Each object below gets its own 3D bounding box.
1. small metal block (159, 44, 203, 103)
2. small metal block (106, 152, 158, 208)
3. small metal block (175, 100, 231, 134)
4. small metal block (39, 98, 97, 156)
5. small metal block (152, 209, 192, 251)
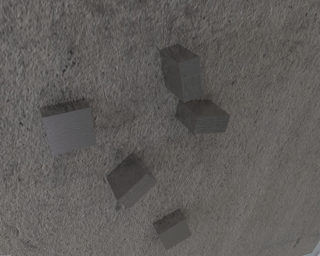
[{"bbox_3d":[0.024,-0.065,0.364,0.025,0.050,0.050,-22,127,-15],"label":"small metal block"},{"bbox_3d":[-0.038,0.069,0.412,0.050,0.050,0.025,-44,129,2],"label":"small metal block"},{"bbox_3d":[0.056,-0.016,0.411,0.050,0.050,0.025,-3,120,-27],"label":"small metal block"},{"bbox_3d":[-0.103,-0.001,0.350,0.050,0.025,0.050,-15,125,-20],"label":"small metal block"},{"bbox_3d":[0.021,0.173,0.525,0.050,0.025,0.050,-27,128,-11],"label":"small metal block"}]
